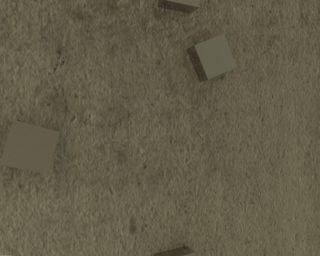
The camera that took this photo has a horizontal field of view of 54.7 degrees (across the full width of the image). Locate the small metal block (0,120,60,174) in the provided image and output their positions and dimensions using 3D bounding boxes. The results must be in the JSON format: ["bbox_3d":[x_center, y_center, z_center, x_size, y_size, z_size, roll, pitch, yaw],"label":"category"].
[{"bbox_3d":[-0.148,0.022,0.355,0.050,0.025,0.050,17,84,-20],"label":"small metal block"}]

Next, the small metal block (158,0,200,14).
[{"bbox_3d":[0.027,-0.188,0.420,0.050,0.025,0.050,3,89,-20],"label":"small metal block"}]

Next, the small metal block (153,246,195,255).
[{"bbox_3d":[0.021,0.194,0.418,0.050,0.025,0.050,-6,92,-20],"label":"small metal block"}]

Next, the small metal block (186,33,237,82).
[{"bbox_3d":[0.073,-0.099,0.437,0.050,0.025,0.050,-26,99,-18],"label":"small metal block"}]
